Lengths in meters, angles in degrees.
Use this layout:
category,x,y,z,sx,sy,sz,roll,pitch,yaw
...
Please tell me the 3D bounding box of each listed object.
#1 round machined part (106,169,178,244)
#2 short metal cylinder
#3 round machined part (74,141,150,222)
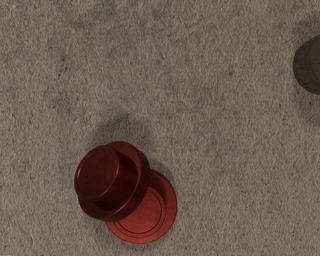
category,x,y,z,sx,sy,sz,roll,pitch,yaw
round machined part,-0.026,0.102,0.401,0.099,0.042,0.097,0,90,-1
short metal cylinder,0.223,-0.085,0.400,0.081,0.050,0.079,0,90,-1
round machined part,-0.064,0.060,0.373,0.098,0.042,0.098,-18,54,27
